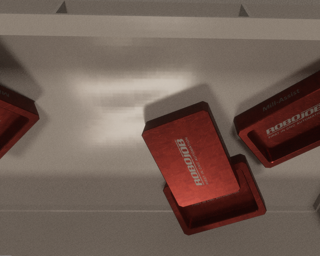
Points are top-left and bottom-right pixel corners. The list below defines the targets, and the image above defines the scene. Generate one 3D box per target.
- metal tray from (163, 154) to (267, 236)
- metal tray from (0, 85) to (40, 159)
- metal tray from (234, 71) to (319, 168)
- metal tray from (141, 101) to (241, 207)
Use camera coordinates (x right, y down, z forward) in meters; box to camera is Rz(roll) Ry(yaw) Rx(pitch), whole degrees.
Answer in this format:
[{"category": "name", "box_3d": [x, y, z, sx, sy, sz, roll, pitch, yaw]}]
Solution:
[{"category": "metal tray", "box_3d": [0.082, 0.103, 0.471, 0.130, 0.030, 0.090, -22, 102, 16]}, {"category": "metal tray", "box_3d": [-0.216, -0.014, 0.342, 0.090, 0.030, 0.130, -43, 145, 11]}, {"category": "metal tray", "box_3d": [0.175, -0.007, 0.402, 0.130, 0.030, 0.090, -31, 124, 23]}, {"category": "metal tray", "box_3d": [0.044, 0.039, 0.417, 0.090, 0.030, 0.129, -20, 112, 15]}]
